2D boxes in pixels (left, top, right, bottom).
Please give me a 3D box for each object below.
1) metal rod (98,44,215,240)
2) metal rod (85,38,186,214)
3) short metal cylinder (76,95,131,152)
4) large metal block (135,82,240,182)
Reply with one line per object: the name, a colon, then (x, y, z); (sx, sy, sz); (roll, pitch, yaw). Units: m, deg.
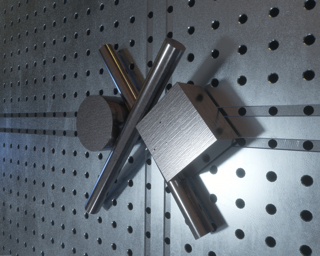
metal rod: (-0.015, 0.003, 0.416); (0.025, 0.025, 0.299); (-43, 64, 31)
metal rod: (-0.046, 0.018, 0.415); (0.025, 0.025, 0.298); (50, 128, 28)
short metal cylinder: (-0.077, -0.007, 0.452); (0.080, 0.050, 0.079); (0, 90, 40)
large metal block: (0.029, 0.005, 0.363); (0.080, 0.050, 0.080); (-46, 63, 30)
